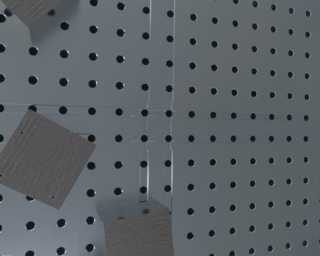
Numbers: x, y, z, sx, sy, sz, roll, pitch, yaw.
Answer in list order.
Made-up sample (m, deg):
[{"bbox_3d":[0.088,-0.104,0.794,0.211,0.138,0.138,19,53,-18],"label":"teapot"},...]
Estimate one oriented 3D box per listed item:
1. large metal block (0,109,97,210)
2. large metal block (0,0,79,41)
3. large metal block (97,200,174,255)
[{"bbox_3d":[-0.131,0.034,0.351,0.080,0.050,0.080,31,80,-17],"label":"large metal block"},{"bbox_3d":[-0.145,-0.160,0.345,0.080,0.050,0.080,46,76,-14],"label":"large metal block"},{"bbox_3d":[-0.031,0.142,0.388,0.081,0.050,0.080,-7,93,-20],"label":"large metal block"}]
